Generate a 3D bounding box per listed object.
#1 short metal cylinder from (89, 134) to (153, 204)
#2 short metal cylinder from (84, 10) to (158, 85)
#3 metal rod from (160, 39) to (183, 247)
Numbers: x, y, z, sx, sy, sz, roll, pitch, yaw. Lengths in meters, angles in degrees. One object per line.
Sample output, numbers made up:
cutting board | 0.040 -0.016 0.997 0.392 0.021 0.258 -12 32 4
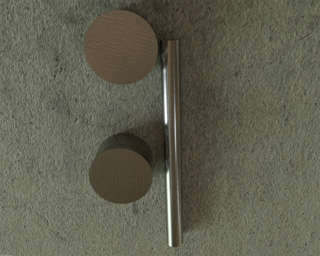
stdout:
short metal cylinder | -0.050 0.053 0.416 0.081 0.050 0.079 0 110 0
short metal cylinder | -0.042 -0.095 0.361 0.081 0.050 0.079 0 110 0
metal rod | 0.017 0.034 0.422 0.025 0.025 0.298 -2 110 0
